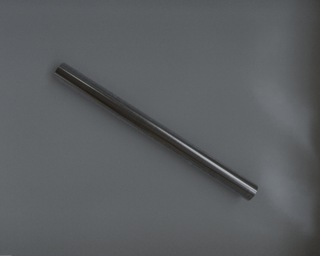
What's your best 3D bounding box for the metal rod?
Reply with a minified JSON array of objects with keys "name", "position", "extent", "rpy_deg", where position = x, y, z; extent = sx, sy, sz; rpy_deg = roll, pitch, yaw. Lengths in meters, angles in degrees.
[{"name":"metal rod","position":[-0.005,0.005,0.409],"extent":[0.301,0.025,0.025],"rpy_deg":[32,90,-1]}]
